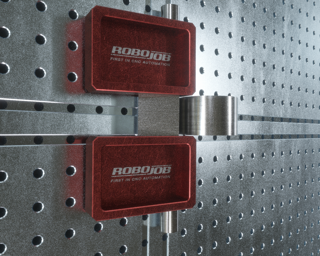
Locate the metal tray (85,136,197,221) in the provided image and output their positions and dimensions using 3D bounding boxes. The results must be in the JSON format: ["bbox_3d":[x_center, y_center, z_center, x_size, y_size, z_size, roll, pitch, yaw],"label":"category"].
[{"bbox_3d":[-0.019,0.054,0.367,0.131,0.030,0.089,0,90,-28],"label":"metal tray"}]

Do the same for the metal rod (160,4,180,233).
[{"bbox_3d":[0.013,-0.013,0.415,0.025,0.025,0.298,0,90,-40],"label":"metal rod"}]

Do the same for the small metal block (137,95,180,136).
[{"bbox_3d":[-0.003,-0.015,0.388,0.050,0.025,0.050,1,90,-9],"label":"small metal block"}]

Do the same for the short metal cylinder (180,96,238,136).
[{"bbox_3d":[0.065,-0.016,0.424,0.081,0.080,0.050,0,90,-40],"label":"short metal cylinder"}]

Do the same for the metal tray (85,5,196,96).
[{"bbox_3d":[-0.020,-0.085,0.366,0.131,0.030,0.089,0,90,-28],"label":"metal tray"}]
